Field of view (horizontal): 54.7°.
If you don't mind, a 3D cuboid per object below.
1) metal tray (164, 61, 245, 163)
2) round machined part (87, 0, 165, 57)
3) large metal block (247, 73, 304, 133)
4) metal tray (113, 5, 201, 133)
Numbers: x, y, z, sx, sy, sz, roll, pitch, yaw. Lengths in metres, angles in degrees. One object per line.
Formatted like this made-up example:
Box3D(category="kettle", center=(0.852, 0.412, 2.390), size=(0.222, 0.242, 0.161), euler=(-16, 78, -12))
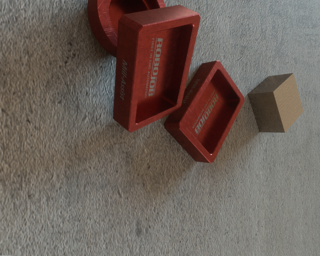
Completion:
Box3D(category="metal tray", center=(0.071, -0.025, 0.463), size=(0.090, 0.030, 0.130), euler=(47, 62, -30))
Box3D(category="round machined part", center=(-0.040, -0.127, 0.361), size=(0.099, 0.042, 0.097), euler=(0, 90, -40))
Box3D(category="large metal block", center=(0.215, -0.046, 0.572), size=(0.080, 0.050, 0.080), euler=(-37, 113, -34))
Box3D(category="metal tray", center=(-0.006, -0.066, 0.353), size=(0.091, 0.030, 0.129), euler=(-27, 142, -37))
